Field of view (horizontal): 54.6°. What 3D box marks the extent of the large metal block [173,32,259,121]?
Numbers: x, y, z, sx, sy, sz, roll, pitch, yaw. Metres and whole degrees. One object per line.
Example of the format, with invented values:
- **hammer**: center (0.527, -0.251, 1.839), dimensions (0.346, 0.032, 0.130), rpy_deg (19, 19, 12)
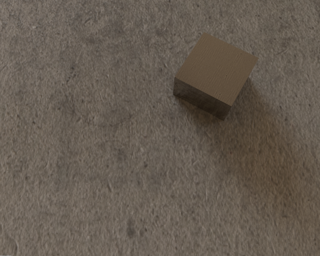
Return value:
- **large metal block**: center (0.073, -0.069, 0.421), dimensions (0.080, 0.050, 0.080), rpy_deg (29, 73, 10)
